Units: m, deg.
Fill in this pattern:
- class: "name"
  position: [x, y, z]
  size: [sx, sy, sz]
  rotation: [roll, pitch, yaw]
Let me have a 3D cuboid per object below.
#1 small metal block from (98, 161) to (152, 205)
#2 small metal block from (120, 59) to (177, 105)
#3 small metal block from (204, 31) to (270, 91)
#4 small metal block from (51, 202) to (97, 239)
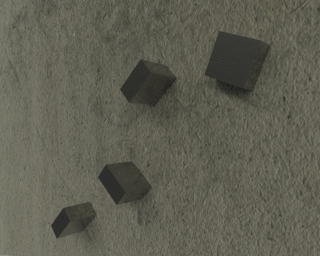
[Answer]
- class: "small metal block"
  position: [-0.048, 0.075, 0.429]
  size: [0.050, 0.050, 0.025]
  rotation: [48, 119, 29]
- class: "small metal block"
  position: [-0.015, -0.058, 0.401]
  size: [0.050, 0.050, 0.025]
  rotation: [-50, 61, 28]
- class: "small metal block"
  position: [0.083, -0.073, 0.336]
  size: [0.050, 0.025, 0.050]
  rotation: [28, 107, 36]
- class: "small metal block"
  position: [-0.140, 0.150, 0.505]
  size: [0.050, 0.050, 0.025]
  rotation: [-52, 60, 28]
